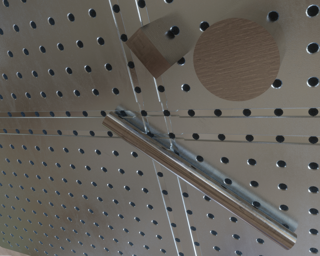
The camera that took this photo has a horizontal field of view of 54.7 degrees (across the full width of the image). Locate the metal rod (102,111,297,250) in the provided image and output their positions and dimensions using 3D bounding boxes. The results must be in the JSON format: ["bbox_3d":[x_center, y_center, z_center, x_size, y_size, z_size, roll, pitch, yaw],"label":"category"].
[{"bbox_3d":[0.050,0.069,0.427,0.301,0.025,0.025,34,129,6],"label":"metal rod"}]

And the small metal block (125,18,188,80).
[{"bbox_3d":[-0.002,-0.088,0.341,0.050,0.050,0.025,50,129,-7],"label":"small metal block"}]

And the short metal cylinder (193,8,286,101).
[{"bbox_3d":[0.080,-0.073,0.308,0.080,0.050,0.079,13,124,21],"label":"short metal cylinder"}]
